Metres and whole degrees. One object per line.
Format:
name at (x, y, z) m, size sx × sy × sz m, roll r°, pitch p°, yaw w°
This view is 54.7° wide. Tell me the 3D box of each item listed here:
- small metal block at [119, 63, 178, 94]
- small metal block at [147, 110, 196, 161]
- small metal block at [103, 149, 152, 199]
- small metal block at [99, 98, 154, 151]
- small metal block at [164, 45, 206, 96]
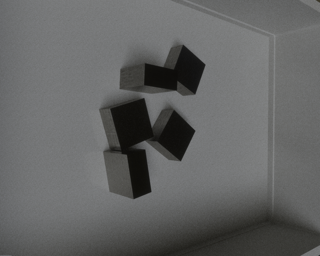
small metal block at (-0.014, -0.059, 0.380) m, size 0.050 × 0.050 × 0.025 m, roll 3°, pitch 88°, yaw -40°
small metal block at (0.015, 0.010, 0.422) m, size 0.050 × 0.025 × 0.050 m, roll 42°, pitch 64°, yaw -32°
small metal block at (-0.039, 0.051, 0.360) m, size 0.025 × 0.050 × 0.050 m, roll -14°, pitch 99°, yaw -40°
small metal block at (-0.040, -0.005, 0.375) m, size 0.050 × 0.025 × 0.050 m, roll -22°, pitch 104°, yaw -38°
small metal block at (0.032, -0.080, 0.436) m, size 0.050 × 0.025 × 0.050 m, roll 32°, pitch 70°, yaw -36°
